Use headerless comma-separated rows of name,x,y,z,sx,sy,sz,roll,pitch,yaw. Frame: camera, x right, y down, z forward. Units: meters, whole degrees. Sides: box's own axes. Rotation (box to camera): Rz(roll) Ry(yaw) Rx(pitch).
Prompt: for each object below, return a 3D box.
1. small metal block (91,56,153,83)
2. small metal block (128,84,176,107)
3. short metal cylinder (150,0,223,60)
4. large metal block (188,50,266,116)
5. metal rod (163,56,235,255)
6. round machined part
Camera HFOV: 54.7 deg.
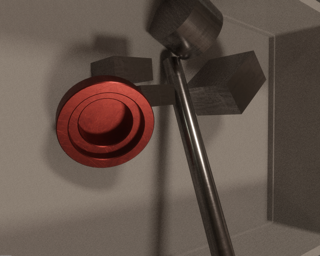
small metal block,-0.044,-0.065,0.355,0.050,0.050,0.025,-7,95,-40
small metal block,-0.017,-0.038,0.378,0.050,0.050,0.025,-9,96,-40
short metal cylinder,0.034,-0.136,0.401,0.050,0.080,0.080,30,71,-36
large metal block,0.094,-0.063,0.452,0.080,0.080,0.050,-49,119,-29
metal rod,0.047,0.045,0.371,0.025,0.025,0.299,6,62,-40
round machined part,-0.059,-0.010,0.329,0.099,0.042,0.097,-9,120,-15
